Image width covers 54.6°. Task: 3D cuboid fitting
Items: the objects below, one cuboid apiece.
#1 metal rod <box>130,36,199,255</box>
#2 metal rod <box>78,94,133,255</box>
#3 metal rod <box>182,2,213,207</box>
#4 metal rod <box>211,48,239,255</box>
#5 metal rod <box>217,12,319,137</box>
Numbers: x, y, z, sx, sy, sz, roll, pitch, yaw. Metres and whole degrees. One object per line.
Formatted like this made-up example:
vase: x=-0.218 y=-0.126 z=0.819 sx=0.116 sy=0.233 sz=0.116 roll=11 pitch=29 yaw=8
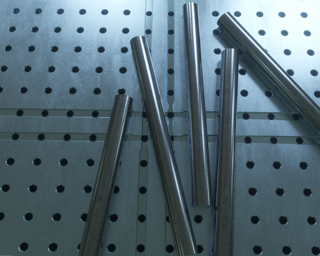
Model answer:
metal rod: x=0.000 y=0.009 z=0.408 sx=0.025 sy=0.025 sz=0.299 roll=-12 pitch=70 yaw=-4
metal rod: x=-0.073 y=0.098 z=0.375 sx=0.025 sy=0.025 sz=0.299 roll=9 pitch=70 yaw=3
metal rod: x=0.049 y=-0.045 z=0.428 sx=0.025 sy=0.025 sz=0.299 roll=-1 pitch=70 yaw=0
metal rod: x=0.086 y=0.031 z=0.400 sx=0.025 sy=0.025 sz=0.299 roll=6 pitch=70 yaw=2
metal rod: x=0.182 y=-0.051 z=0.431 sx=0.025 sy=0.025 sz=0.300 roll=-33 pitch=73 yaw=-11
